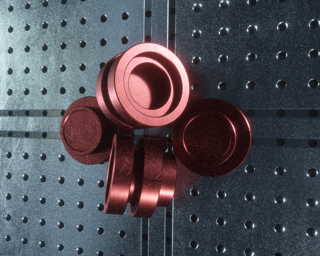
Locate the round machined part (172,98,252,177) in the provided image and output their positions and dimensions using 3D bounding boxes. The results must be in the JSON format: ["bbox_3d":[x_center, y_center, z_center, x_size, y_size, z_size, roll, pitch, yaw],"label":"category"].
[{"bbox_3d":[0.062,0.012,0.382,0.098,0.042,0.097,0,90,20],"label":"round machined part"}]

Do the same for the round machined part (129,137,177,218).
[{"bbox_3d":[-0.009,0.063,0.387,0.042,0.098,0.097,9,94,-12],"label":"round machined part"}]

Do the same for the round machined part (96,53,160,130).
[{"bbox_3d":[-0.035,-0.046,0.399,0.042,0.099,0.098,-9,86,60],"label":"round machined part"}]

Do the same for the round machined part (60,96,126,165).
[{"bbox_3d":[-0.101,0.004,0.439,0.098,0.042,0.097,0,90,20],"label":"round machined part"}]

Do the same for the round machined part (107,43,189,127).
[{"bbox_3d":[-0.017,-0.049,0.373,0.042,0.099,0.098,-9,86,60],"label":"round machined part"}]

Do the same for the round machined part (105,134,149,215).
[{"bbox_3d":[-0.041,0.058,0.384,0.042,0.098,0.097,8,93,-12],"label":"round machined part"}]
